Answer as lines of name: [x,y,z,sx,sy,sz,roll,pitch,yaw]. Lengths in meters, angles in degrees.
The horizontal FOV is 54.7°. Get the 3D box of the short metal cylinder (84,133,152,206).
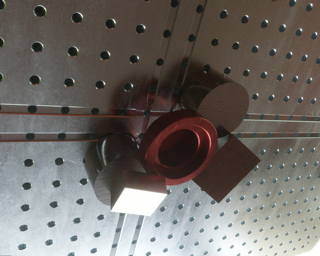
short metal cylinder: [-0.051,0.054,0.400,0.081,0.050,0.079,-14,124,-21]

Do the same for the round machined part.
round machined part: [0.019,0.020,0.385,0.099,0.042,0.097,-14,124,-21]

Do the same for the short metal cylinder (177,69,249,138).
short metal cylinder: [0.070,-0.032,0.413,0.081,0.050,0.079,-14,124,-21]

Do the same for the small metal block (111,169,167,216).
small metal block: [-0.026,0.077,0.364,0.050,0.025,0.050,13,132,-21]

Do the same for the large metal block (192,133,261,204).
large metal block: [0.086,0.050,0.445,0.050,0.080,0.080,43,95,-5]
